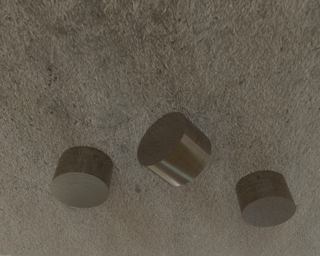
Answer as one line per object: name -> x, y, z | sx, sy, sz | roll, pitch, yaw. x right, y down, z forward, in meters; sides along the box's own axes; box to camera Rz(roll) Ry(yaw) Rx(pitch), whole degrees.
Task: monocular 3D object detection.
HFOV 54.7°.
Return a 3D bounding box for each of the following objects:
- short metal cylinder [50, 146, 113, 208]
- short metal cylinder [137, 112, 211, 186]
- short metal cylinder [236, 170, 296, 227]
short metal cylinder -> -0.112, 0.072, 0.451 | 0.081, 0.050, 0.079 | 0, 130, 0
short metal cylinder -> 0.017, 0.026, 0.393 | 0.080, 0.080, 0.050 | -34, 122, 25
short metal cylinder -> 0.165, 0.112, 0.488 | 0.081, 0.050, 0.079 | 0, 130, 0
